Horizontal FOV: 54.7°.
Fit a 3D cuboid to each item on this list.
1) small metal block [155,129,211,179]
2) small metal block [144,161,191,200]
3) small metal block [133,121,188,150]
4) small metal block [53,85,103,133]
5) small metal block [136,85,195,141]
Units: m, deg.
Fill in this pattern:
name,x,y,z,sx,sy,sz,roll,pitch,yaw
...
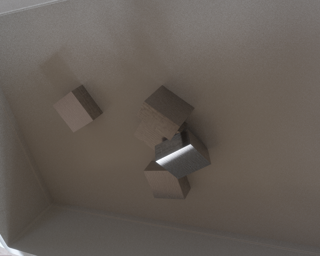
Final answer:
name,x,y,z,sx,sy,sz,roll,pitch,yaw
small metal block,0.029,0.034,0.394,0.050,0.025,0.050,-29,131,22
small metal block,0.011,0.075,0.449,0.050,0.025,0.050,-5,116,31
small metal block,0.000,0.002,0.410,0.050,0.025,0.050,36,129,4
small metal block,-0.121,-0.028,0.455,0.050,0.025,0.050,-26,105,37
small metal block,0.007,-0.020,0.377,0.050,0.050,0.025,36,129,4
